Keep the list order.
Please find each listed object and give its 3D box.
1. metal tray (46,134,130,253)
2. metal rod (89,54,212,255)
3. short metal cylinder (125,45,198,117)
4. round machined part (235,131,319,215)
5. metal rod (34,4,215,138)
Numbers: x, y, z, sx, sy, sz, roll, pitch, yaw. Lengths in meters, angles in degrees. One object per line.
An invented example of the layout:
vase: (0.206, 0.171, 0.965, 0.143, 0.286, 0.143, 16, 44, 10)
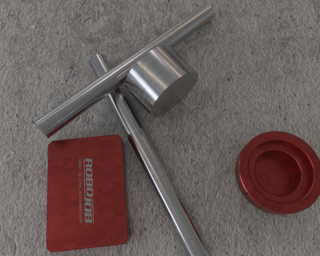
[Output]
metal tray: (-0.087, 0.077, 0.377, 0.091, 0.030, 0.130, -6, 70, -2)
metal rod: (-0.020, 0.027, 0.398, 0.025, 0.025, 0.299, -26, 72, -9)
short metal cylinder: (0.003, -0.060, 0.401, 0.080, 0.080, 0.050, -38, 75, -13)
round machined part: (0.141, 0.056, 0.380, 0.099, 0.042, 0.098, 0, 70, 0)
metal rod: (-0.032, -0.088, 0.418, 0.301, 0.025, 0.025, -40, 75, -22)
